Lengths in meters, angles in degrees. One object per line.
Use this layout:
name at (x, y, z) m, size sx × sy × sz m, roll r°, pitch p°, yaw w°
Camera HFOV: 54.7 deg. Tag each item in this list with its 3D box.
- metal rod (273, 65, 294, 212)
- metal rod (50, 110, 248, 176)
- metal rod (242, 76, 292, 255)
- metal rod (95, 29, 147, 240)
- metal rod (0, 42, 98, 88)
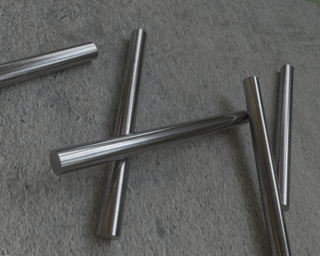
metal rod at (0.206, -0.002, 0.515) m, size 0.025 × 0.025 × 0.300 m, roll 29°, pitch 52°, yaw -10°
metal rod at (0.016, 0.008, 0.383) m, size 0.302 × 0.025 × 0.025 m, roll -12°, pitch 68°, yaw -41°
metal rod at (0.147, 0.061, 0.427) m, size 0.025 × 0.025 × 0.299 m, roll 10°, pitch 63°, yaw -23°
metal rod at (-0.042, -0.016, 0.390) m, size 0.025 × 0.025 × 0.300 m, roll 17°, pitch 55°, yaw -19°
metal rod at (-0.197, -0.047, 0.326) m, size 0.302 × 0.025 × 0.025 m, roll -28°, pitch 78°, yaw -37°
